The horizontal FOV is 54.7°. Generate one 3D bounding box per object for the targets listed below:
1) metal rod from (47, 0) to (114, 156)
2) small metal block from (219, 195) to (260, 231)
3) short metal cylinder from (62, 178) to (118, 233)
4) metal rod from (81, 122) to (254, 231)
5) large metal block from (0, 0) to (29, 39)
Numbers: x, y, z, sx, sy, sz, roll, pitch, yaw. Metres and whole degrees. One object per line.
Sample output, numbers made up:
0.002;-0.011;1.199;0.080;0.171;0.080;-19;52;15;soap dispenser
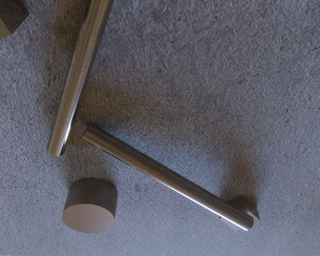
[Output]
-0.086;-0.075;0.342;0.025;0.025;0.298;18;128;-15;metal rod
0.135;0.148;0.534;0.050;0.025;0.050;-33;123;25;small metal block
-0.110;0.125;0.496;0.081;0.050;0.079;0;130;0;short metal cylinder
0.023;0.079;0.457;0.301;0.025;0.025;32;123;-19;metal rod
-0.188;-0.120;0.287;0.080;0.050;0.080;-16;129;13;large metal block
